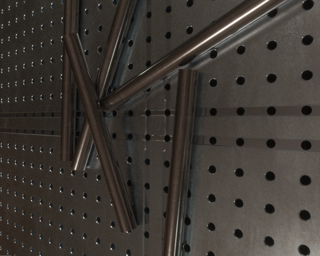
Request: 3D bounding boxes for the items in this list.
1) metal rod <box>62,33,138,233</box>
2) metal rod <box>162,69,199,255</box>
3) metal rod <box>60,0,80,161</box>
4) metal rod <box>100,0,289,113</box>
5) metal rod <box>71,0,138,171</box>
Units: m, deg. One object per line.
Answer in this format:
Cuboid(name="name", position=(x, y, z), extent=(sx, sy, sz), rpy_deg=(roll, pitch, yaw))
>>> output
Cuboid(name="metal rod", position=(-0.089, 0.003, 0.456), extent=(0.025, 0.025, 0.299), rpy_deg=(-22, 84, 38))
Cuboid(name="metal rod", position=(0.023, 0.078, 0.388), extent=(0.025, 0.025, 0.298), rpy_deg=(8, 95, 39))
Cuboid(name="metal rod", position=(-0.155, -0.093, 0.533), extent=(0.025, 0.025, 0.298), rpy_deg=(4, 92, 39))
Cuboid(name="metal rod", position=(0.026, -0.089, 0.385), extent=(0.299, 0.025, 0.025), rpy_deg=(-27, 73, 36))
Cuboid(name="metal rod", position=(-0.088, -0.069, 0.478), extent=(0.025, 0.025, 0.298), rpy_deg=(32, 109, 35))
